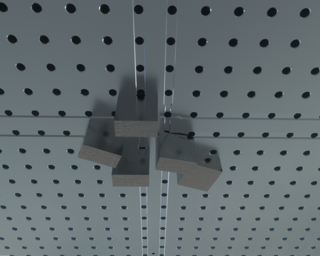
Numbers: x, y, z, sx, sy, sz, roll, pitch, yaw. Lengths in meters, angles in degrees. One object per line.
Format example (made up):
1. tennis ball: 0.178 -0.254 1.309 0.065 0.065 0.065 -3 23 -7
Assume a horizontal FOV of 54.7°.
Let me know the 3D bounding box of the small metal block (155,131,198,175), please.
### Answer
1. small metal block: 0.021 0.034 0.425 0.050 0.050 0.025 10 129 -9

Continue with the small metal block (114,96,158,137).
1. small metal block: -0.028 -0.015 0.382 0.050 0.050 0.025 1 130 -2

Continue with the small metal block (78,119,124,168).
1. small metal block: -0.077 0.020 0.412 0.050 0.050 0.025 19 128 -16

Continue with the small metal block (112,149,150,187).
1. small metal block: -0.040 0.056 0.443 0.050 0.050 0.025 1 130 -1

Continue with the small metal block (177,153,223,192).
1. small metal block: 0.059 0.067 0.470 0.050 0.025 0.050 16 128 -14
